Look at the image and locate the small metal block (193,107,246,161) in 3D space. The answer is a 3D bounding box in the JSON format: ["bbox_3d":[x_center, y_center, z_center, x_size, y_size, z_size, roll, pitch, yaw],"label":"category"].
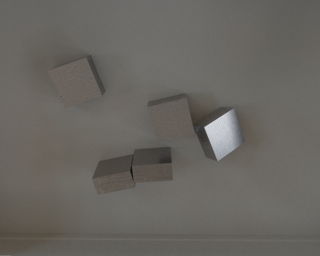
[{"bbox_3d":[0.078,0.007,0.403,0.050,0.025,0.050,-31,110,-21],"label":"small metal block"}]

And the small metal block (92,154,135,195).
[{"bbox_3d":[-0.059,0.062,0.420,0.050,0.050,0.025,-12,110,4],"label":"small metal block"}]

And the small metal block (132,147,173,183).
[{"bbox_3d":[-0.009,0.048,0.416,0.050,0.050,0.025,-4,110,1],"label":"small metal block"}]

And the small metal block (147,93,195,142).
[{"bbox_3d":[0.015,-0.014,0.406,0.050,0.025,0.050,-13,110,4],"label":"small metal block"}]

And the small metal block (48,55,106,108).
[{"bbox_3d":[-0.103,-0.058,0.389,0.050,0.025,0.050,-18,109,6],"label":"small metal block"}]
